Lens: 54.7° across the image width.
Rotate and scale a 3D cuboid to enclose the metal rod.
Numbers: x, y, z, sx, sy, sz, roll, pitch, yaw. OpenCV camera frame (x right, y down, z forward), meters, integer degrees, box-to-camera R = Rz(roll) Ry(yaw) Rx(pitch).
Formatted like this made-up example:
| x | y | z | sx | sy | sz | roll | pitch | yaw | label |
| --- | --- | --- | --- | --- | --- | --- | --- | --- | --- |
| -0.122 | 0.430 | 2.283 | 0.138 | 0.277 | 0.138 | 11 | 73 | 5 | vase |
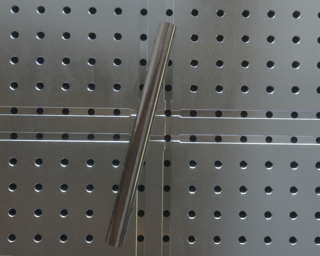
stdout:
| x | y | z | sx | sy | sz | roll | pitch | yaw | label |
| --- | --- | --- | --- | --- | --- | --- | --- | --- | --- |
| -0.025 | 0.008 | 0.413 | 0.025 | 0.025 | 0.298 | 14 | 90 | -1 | metal rod |
